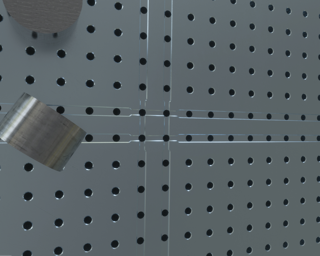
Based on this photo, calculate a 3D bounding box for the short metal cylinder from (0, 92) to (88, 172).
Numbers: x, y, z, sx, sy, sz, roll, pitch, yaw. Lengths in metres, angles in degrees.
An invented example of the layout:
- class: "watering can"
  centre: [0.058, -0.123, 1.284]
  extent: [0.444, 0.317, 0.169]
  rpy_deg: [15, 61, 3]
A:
- class: "short metal cylinder"
  centre: [-0.128, 0.005, 0.337]
  extent: [0.080, 0.080, 0.050]
  rpy_deg: [36, 78, -17]

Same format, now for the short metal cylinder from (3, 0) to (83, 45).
- class: "short metal cylinder"
  centre: [-0.132, -0.140, 0.351]
  extent: [0.081, 0.050, 0.079]
  rpy_deg: [0, 90, -20]
